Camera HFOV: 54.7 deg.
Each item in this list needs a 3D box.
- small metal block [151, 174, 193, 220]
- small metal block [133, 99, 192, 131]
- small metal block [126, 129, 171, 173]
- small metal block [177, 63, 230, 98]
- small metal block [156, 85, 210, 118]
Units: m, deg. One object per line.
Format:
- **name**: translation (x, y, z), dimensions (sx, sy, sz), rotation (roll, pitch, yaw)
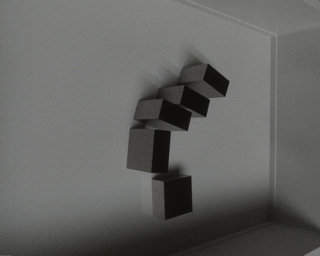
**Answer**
- **small metal block**: translation (0.017, 0.092, 0.421), dimensions (0.050, 0.025, 0.050), rotation (-4, 93, -40)
- **small metal block**: translation (0.003, -0.015, 0.393), dimensions (0.050, 0.050, 0.025), rotation (22, 76, -38)
- **small metal block**: translation (-0.015, 0.027, 0.378), dimensions (0.025, 0.050, 0.050), rotation (7, 86, -40)
- **small metal block**: translation (0.062, -0.065, 0.442), dimensions (0.050, 0.050, 0.025), rotation (29, 72, -36)
- **small metal block**: translation (0.030, -0.034, 0.415), dimensions (0.050, 0.050, 0.025), rotation (23, 76, -38)
